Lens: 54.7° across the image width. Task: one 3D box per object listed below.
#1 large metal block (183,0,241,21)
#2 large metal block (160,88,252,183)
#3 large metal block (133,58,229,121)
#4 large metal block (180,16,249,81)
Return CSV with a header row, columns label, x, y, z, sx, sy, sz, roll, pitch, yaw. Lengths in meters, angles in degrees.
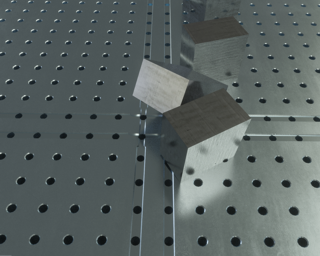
label,x,y,z,sx,sy,sz,roll,pitch,yaw
large metal block,0.101,-0.253,0.605,0.081,0.050,0.080,-22,54,-18
large metal block,0.049,0.010,0.362,0.081,0.080,0.050,-23,59,-19
large metal block,0.026,-0.048,0.400,0.081,0.050,0.080,-2,27,-46
large metal block,0.078,-0.114,0.469,0.081,0.080,0.050,-14,52,-12
